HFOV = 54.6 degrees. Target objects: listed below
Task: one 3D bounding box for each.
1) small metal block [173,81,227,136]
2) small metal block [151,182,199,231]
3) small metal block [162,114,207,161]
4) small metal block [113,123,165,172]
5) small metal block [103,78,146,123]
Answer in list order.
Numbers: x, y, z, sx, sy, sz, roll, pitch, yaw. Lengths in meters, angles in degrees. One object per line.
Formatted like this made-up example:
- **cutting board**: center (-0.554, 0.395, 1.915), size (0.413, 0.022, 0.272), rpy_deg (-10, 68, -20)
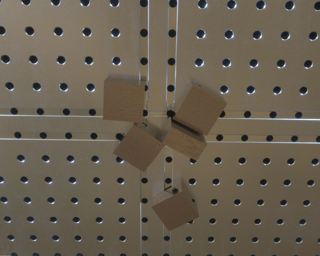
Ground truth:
- **small metal block**: center (0.051, -0.025, 0.404), size (0.050, 0.025, 0.050), rpy_deg (27, 108, -10)
- **small metal block**: center (0.022, 0.116, 0.456), size (0.050, 0.025, 0.050), rpy_deg (-29, 108, 10)
- **small metal block**: center (0.030, 0.011, 0.404), size (0.050, 0.050, 0.025), rpy_deg (27, 108, -10)
- **small metal block**: center (-0.028, 0.024, 0.422), size (0.050, 0.025, 0.050), rpy_deg (33, 107, -12)
- **small metal block**: center (-0.046, -0.036, 0.400), size (0.050, 0.025, 0.050), rpy_deg (5, 110, -2)
